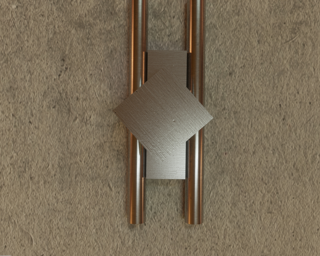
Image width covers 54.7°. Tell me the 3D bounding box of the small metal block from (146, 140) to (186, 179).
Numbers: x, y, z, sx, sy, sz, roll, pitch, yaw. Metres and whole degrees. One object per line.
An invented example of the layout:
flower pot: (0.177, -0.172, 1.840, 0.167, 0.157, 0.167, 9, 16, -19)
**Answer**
small metal block: (0.008, 0.041, 0.410, 0.050, 0.025, 0.050, 1, 90, -1)

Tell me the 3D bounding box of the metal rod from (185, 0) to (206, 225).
metal rod: (0.047, -0.024, 0.412, 0.025, 0.025, 0.298, 1, 90, -1)

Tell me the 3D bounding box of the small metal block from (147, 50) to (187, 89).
small metal block: (0.009, -0.075, 0.410, 0.050, 0.025, 0.050, 1, 90, -1)

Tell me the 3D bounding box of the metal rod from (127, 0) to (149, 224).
metal rod: (-0.029, -0.025, 0.411, 0.025, 0.025, 0.298, 1, 90, -1)

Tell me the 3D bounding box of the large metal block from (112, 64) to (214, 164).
large metal block: (0.003, -0.015, 0.372, 0.080, 0.050, 0.080, -41, 91, 0)
